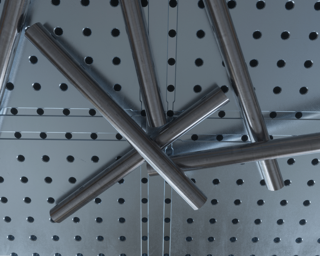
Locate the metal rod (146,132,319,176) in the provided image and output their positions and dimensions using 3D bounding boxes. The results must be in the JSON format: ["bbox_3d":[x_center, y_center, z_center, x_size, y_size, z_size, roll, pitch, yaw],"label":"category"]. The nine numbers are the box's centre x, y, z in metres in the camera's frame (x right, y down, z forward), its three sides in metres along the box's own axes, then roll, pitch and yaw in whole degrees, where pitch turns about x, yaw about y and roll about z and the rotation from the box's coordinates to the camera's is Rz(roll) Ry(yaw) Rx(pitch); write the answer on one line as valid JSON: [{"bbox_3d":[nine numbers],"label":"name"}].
[{"bbox_3d":[0.129,0.030,0.398,0.301,0.025,0.025,-10,110,14],"label":"metal rod"}]

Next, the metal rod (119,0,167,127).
[{"bbox_3d":[-0.034,-0.143,0.360,0.025,0.025,0.298,-11,110,4],"label":"metal rod"}]

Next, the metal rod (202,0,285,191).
[{"bbox_3d":[0.108,-0.047,0.396,0.025,0.025,0.299,-21,109,8],"label":"metal rod"}]

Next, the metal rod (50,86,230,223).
[{"bbox_3d":[-0.036,0.043,0.428,0.300,0.025,0.025,-36,106,12],"label":"metal rod"}]

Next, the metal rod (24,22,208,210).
[{"bbox_3d":[-0.049,-0.009,0.389,0.025,0.025,0.300,-42,98,14],"label":"metal rod"}]

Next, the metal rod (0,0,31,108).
[{"bbox_3d":[-0.211,-0.048,0.393,0.025,0.025,0.298,23,108,-8],"label":"metal rod"}]
